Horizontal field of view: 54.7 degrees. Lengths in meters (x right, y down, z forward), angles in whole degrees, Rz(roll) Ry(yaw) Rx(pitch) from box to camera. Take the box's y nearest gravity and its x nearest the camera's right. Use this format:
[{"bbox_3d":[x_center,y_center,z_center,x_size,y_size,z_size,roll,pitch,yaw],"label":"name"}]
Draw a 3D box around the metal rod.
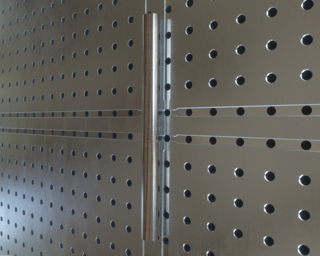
[{"bbox_3d":[-0.012,-0.001,0.417,0.025,0.025,0.298,1,90,39],"label":"metal rod"}]
